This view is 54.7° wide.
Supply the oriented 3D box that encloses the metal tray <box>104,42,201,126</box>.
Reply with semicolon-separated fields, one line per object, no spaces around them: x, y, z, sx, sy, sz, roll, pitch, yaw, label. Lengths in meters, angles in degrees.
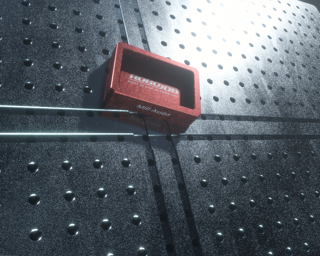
-0.007;-0.061;0.440;0.131;0.030;0.090;15;56;-20;metal tray
